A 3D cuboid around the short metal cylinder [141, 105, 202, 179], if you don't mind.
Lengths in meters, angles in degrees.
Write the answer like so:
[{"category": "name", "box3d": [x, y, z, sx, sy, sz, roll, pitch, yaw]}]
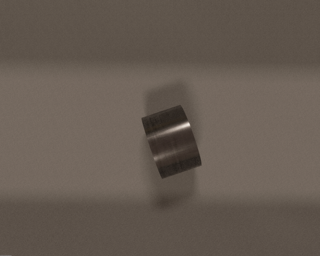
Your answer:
[{"category": "short metal cylinder", "box3d": [0.014, 0.017, 0.384, 0.050, 0.080, 0.080, -19, 90, 0]}]
